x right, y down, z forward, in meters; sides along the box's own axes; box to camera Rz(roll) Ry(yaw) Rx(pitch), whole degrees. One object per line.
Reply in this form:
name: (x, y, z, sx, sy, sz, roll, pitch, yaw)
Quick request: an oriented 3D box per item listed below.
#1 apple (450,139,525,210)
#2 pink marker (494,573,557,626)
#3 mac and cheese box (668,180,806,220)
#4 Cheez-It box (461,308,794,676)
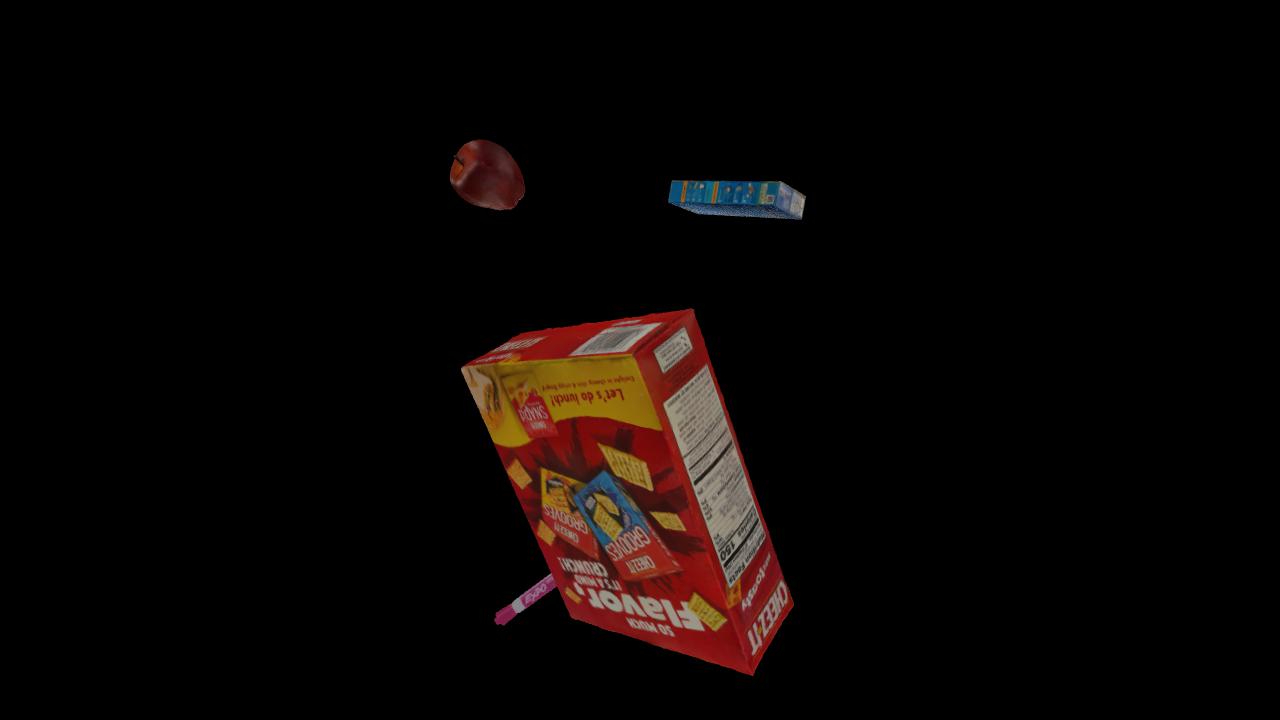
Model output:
apple: (-0.185, -0.223, 0.747, 0.079, 0.079, 0.093, 0, -16, 43)
pink marker: (-0.135, 0.301, 0.793, 0.121, 0.020, 0.020, -35, 6, -8)
mac and cheese box: (0.143, -0.240, 0.918, 0.184, 0.041, 0.093, 14, 8, 37)
Cheez-It box: (-0.009, 0.086, 0.411, 0.166, 0.223, 0.071, -5, 22, 42)
